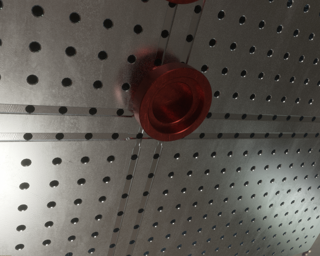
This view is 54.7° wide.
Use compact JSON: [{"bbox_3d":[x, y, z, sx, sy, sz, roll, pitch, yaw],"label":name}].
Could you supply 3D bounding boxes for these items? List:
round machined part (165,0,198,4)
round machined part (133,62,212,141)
[{"bbox_3d":[0.017,-0.176,0.302,0.099,0.042,0.097,-14,125,-21],"label":"round machined part"},{"bbox_3d":[0.012,-0.035,0.387,0.099,0.042,0.097,-14,125,-21],"label":"round machined part"}]
